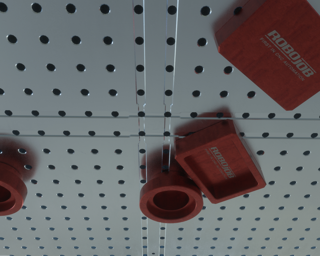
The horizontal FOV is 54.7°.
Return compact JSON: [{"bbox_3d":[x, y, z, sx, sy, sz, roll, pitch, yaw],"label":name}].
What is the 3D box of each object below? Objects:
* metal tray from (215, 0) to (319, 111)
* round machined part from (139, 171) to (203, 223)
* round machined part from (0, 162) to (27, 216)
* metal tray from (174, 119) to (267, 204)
[{"bbox_3d":[0.136,-0.085,0.338,0.130,0.030,0.090,33,123,-25],"label":"metal tray"},{"bbox_3d":[0.018,0.106,0.491,0.099,0.042,0.097,0,130,0],"label":"round machined part"},{"bbox_3d":[-0.253,0.089,0.472,0.099,0.042,0.097,-1,130,0],"label":"round machined part"},{"bbox_3d":[0.090,0.054,0.456,0.090,0.030,0.130,-25,126,19],"label":"metal tray"}]
